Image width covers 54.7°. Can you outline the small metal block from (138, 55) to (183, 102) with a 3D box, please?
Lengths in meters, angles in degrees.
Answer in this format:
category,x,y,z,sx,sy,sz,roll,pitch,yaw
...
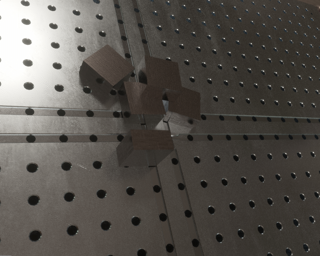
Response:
category,x,y,z,sx,sy,sz,roll,pitch,yaw
small metal block,-0.001,-0.066,0.418,0.050,0.025,0.050,8,58,-25

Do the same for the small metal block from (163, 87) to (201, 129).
category,x,y,z,sx,sy,sz,roll,pitch,yaw
small metal block,0.030,-0.032,0.446,0.050,0.025,0.050,17,55,-19

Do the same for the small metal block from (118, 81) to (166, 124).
category,x,y,z,sx,sy,sz,roll,pitch,yaw
small metal block,-0.025,-0.034,0.417,0.050,0.025,0.050,-1,62,-29

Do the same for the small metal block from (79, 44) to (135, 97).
category,x,y,z,sx,sy,sz,roll,pitch,yaw
small metal block,-0.071,-0.078,0.419,0.050,0.025,0.050,41,51,-1

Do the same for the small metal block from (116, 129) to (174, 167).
category,x,y,z,sx,sy,sz,roll,pitch,yaw
small metal block,-0.019,0.025,0.368,0.050,0.050,0.025,2,61,-28
